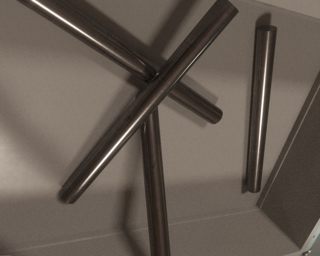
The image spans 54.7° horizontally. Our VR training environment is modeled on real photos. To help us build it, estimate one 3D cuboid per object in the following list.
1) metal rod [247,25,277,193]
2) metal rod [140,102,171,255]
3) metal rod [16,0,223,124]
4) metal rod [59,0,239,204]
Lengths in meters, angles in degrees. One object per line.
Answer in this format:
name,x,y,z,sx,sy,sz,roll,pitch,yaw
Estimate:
metal rod,0.157,-0.010,0.491,0.025,0.025,0.298,-20,126,-17
metal rod,-0.003,0.112,0.389,0.025,0.025,0.298,-6,93,-26
metal rod,-0.026,-0.072,0.350,0.301,0.025,0.025,28,103,-38
metal rod,-0.024,-0.019,0.358,0.025,0.025,0.299,28,111,-38
